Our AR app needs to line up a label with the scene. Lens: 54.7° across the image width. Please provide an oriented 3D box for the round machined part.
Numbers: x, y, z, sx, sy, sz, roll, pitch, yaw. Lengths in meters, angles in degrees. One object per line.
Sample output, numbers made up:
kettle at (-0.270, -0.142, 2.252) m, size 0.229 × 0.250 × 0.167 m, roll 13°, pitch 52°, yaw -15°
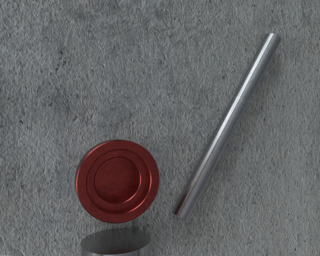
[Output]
round machined part at (-0.054, 0.063, 0.380) m, size 0.099 × 0.042 × 0.097 m, roll 0°, pitch 90°, yaw -20°

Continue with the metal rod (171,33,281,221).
metal rod at (0.099, -0.008, 0.445) m, size 0.025 × 0.025 × 0.300 m, roll 33°, pitch 79°, yaw -17°

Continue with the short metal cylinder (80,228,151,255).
short metal cylinder at (-0.051, 0.156, 0.361) m, size 0.081 × 0.080 × 0.050 m, roll -1°, pitch 91°, yaw -20°
